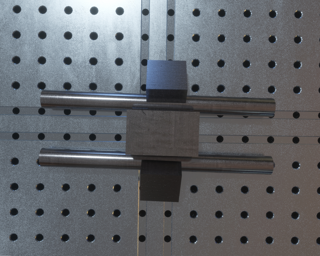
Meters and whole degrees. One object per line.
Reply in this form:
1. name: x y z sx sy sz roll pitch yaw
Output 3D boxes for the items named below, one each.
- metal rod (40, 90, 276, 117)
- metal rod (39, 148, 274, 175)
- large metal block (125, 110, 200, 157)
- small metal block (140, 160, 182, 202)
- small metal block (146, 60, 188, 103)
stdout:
1. metal rod: -0.002 -0.032 0.409 0.302 0.025 0.025 2 90 -1
2. metal rod: -0.004 0.044 0.410 0.302 0.025 0.025 2 90 -1
3. large metal block: 0.003 0.006 0.381 0.081 0.080 0.050 2 90 0
4. small metal block: 0.001 0.068 0.398 0.050 0.025 0.050 3 128 -1
5. small metal block: 0.008 -0.060 0.398 0.050 0.025 0.050 1 56 -1
